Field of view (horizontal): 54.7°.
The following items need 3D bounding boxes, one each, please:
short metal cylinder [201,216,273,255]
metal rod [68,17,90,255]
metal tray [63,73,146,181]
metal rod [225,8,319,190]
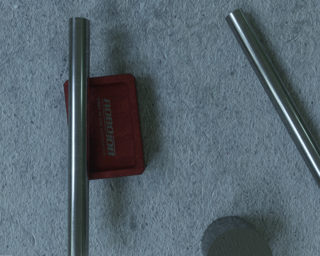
[{"bbox_3d":[0.096,0.160,0.398,0.081,0.050,0.079,0,90,0],"label":"short metal cylinder"},{"bbox_3d":[-0.099,0.018,0.378,0.025,0.025,0.298,0,90,0],"label":"metal rod"},{"bbox_3d":[-0.071,-0.001,0.406,0.091,0.030,0.129,-6,90,0],"label":"metal tray"},{"bbox_3d":[0.170,-0.021,0.411,0.025,0.025,0.299,-29,90,0],"label":"metal rod"}]
